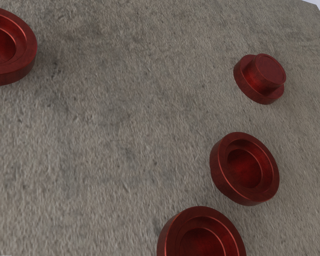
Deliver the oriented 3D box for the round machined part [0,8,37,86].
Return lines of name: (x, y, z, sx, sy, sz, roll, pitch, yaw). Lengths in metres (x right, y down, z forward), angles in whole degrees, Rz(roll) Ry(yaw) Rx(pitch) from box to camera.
round machined part: (-0.191, -0.086, 0.343, 0.099, 0.042, 0.098, 14, 56, -21)

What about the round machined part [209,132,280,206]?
round machined part: (0.108, 0.058, 0.418, 0.099, 0.042, 0.098, 14, 56, -21)

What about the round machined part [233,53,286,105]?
round machined part: (0.184, -0.093, 0.552, 0.099, 0.042, 0.098, 14, 56, -21)

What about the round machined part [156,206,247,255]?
round machined part: (0.041, 0.138, 0.332, 0.099, 0.042, 0.098, 14, 56, -21)
